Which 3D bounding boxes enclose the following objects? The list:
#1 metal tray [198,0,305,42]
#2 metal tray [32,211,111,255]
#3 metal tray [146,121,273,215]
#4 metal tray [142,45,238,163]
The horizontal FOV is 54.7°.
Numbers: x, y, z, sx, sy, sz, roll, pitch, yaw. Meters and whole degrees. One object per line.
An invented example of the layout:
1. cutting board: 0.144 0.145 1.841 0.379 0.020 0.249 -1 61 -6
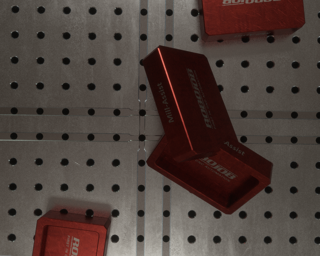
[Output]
1. metal tray: 0.119 -0.169 0.412 0.131 0.030 0.089 -6 90 -1
2. metal tray: -0.120 0.183 0.409 0.091 0.030 0.129 8 90 -1
3. metal tray: 0.058 0.045 0.385 0.130 0.030 0.089 32 132 -1
4. metal tray: 0.038 -0.029 0.368 0.030 0.091 0.129 -30 71 42
